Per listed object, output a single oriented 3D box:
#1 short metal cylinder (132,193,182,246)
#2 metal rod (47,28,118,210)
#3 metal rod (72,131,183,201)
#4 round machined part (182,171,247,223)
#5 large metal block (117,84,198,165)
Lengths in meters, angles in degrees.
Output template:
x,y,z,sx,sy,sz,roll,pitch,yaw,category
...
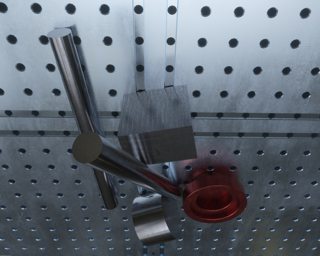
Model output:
x,y,z,sx,sy,sz,roll,pitch,yaw,category
-0.004,0.143,0.498,0.050,0.080,0.080,-20,128,16,short metal cylinder
-0.094,0.013,0.421,0.025,0.025,0.298,-4,130,3,metal rod
-0.014,0.060,0.369,0.025,0.025,0.300,-14,159,12,metal rod
0.085,0.106,0.493,0.099,0.042,0.097,-1,130,0,round machined part
-0.002,-0.004,0.372,0.080,0.080,0.050,-8,130,6,large metal block
